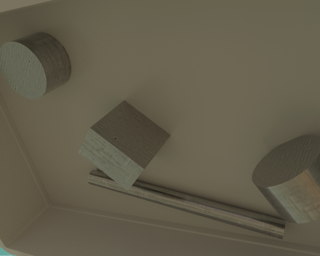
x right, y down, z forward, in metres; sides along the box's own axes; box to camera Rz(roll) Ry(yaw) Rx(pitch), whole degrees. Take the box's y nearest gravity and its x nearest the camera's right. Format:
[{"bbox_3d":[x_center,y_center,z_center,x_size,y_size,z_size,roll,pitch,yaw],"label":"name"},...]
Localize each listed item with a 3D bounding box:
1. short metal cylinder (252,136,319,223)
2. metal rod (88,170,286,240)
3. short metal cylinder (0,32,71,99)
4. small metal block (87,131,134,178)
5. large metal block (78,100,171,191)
[{"bbox_3d":[0.147,0.053,0.328,0.080,0.080,0.050,-33,100,38],"label":"short metal cylinder"},{"bbox_3d":[0.025,0.107,0.460,0.301,0.025,0.025,11,123,22],"label":"metal rod"},{"bbox_3d":[-0.172,-0.086,0.427,0.080,0.050,0.079,13,124,20],"label":"short metal cylinder"},{"bbox_3d":[-0.077,0.041,0.473,0.050,0.025,0.050,40,129,0],"label":"small metal block"},{"bbox_3d":[-0.045,0.021,0.408,0.080,0.080,0.050,37,129,3],"label":"large metal block"}]
